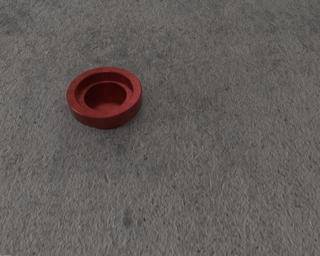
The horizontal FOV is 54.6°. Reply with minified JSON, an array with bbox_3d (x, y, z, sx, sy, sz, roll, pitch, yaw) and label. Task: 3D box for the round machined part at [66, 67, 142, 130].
[{"bbox_3d":[-0.073,-0.036,0.423,0.099,0.042,0.098,0,50,0],"label":"round machined part"}]
